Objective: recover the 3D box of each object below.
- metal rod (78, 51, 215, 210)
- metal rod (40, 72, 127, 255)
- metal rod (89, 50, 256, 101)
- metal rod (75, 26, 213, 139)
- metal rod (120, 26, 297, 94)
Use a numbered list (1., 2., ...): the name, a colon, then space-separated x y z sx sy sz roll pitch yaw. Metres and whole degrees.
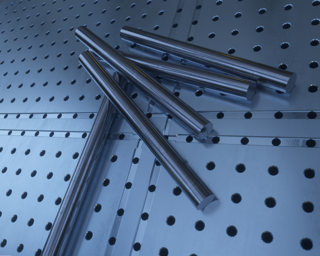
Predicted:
1. metal rod: -0.034 -0.016 0.412 0.025 0.025 0.300 -41 58 0
2. metal rod: -0.101 0.050 0.428 0.025 0.025 0.300 3 63 29
3. metal rod: -0.003 -0.090 0.463 0.300 0.025 0.025 22 73 35
4. metal rod: -0.040 -0.080 0.455 0.025 0.025 0.300 -46 58 -4
5. metal rod: 0.046 -0.109 0.449 0.300 0.025 0.025 28 77 37
